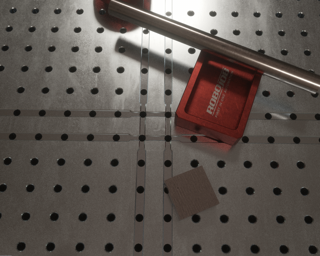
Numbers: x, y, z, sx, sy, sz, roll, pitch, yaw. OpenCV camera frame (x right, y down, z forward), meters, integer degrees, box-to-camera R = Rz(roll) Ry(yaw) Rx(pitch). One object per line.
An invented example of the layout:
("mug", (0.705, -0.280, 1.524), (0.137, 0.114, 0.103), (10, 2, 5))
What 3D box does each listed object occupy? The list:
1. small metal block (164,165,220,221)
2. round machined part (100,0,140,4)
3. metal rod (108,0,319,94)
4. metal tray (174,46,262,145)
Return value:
("small metal block", (0.038, 0.081, 0.383), (0.050, 0.025, 0.050), (-21, 72, -8))
("round machined part", (-0.061, -0.231, 0.486), (0.099, 0.042, 0.098), (0, 70, -1))
("metal rod", (0.068, -0.115, 0.422), (0.301, 0.025, 0.025), (24, 72, 8))
("metal tray", (0.084, -0.052, 0.428), (0.090, 0.030, 0.130), (20, 71, 7))
